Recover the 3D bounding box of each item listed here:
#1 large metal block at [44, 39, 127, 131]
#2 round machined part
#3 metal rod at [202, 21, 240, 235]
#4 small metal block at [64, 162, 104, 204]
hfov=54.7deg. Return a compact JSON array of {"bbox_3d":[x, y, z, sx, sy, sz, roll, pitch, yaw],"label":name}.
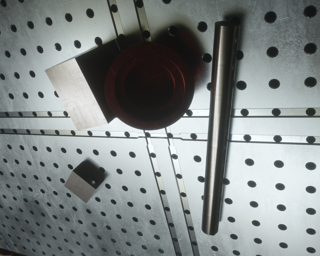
[{"bbox_3d":[-0.078,-0.054,0.382,0.050,0.080,0.080,-11,113,33],"label":"large metal block"},{"bbox_3d":[-0.012,-0.050,0.357,0.099,0.042,0.097,-2,111,-4],"label":"round machined part"},{"bbox_3d":[0.071,0.023,0.386,0.025,0.025,0.298,12,124,21],"label":"metal rod"},{"bbox_3d":[-0.132,0.096,0.538,0.050,0.025,0.050,38,129,2],"label":"small metal block"}]
